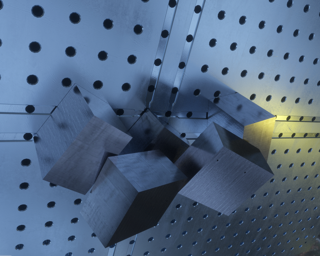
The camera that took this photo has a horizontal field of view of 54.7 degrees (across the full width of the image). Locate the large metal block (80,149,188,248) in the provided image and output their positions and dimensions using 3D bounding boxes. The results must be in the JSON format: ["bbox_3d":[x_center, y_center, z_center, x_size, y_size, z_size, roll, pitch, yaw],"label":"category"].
[{"bbox_3d":[-0.028,0.074,0.341,0.081,0.050,0.079,-3,130,-51],"label":"large metal block"}]

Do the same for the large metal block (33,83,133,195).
[{"bbox_3d":[-0.087,0.010,0.335,0.050,0.080,0.080,34,99,-39],"label":"large metal block"}]

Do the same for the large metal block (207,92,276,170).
[{"bbox_3d":[0.111,0.006,0.442,0.050,0.080,0.079,-15,125,-20],"label":"large metal block"}]

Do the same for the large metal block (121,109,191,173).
[{"bbox_3d":[-0.007,0.035,0.414,0.080,0.050,0.080,-49,129,6],"label":"large metal block"}]

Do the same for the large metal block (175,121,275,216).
[{"bbox_3d":[0.074,0.051,0.379,0.080,0.050,0.080,29,116,-23],"label":"large metal block"}]
